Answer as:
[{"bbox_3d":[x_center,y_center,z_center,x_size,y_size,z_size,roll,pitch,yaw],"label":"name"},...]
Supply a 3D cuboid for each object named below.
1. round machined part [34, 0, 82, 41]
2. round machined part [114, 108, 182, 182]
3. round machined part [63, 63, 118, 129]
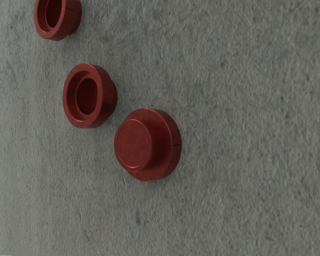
[{"bbox_3d":[-0.172,-0.198,0.532,0.098,0.042,0.097,0,90,39],"label":"round machined part"},{"bbox_3d":[-0.023,0.022,0.411,0.098,0.042,0.097,0,90,39],"label":"round machined part"},{"bbox_3d":[-0.104,-0.048,0.477,0.098,0.042,0.097,0,90,39],"label":"round machined part"}]
